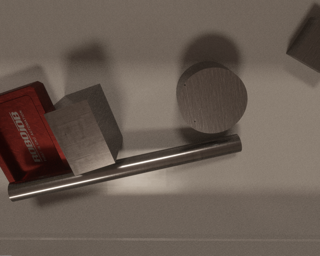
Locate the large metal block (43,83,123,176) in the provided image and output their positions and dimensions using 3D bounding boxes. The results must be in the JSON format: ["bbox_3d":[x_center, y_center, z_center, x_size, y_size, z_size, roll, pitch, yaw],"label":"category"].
[{"bbox_3d":[-0.088,-0.001,0.380,0.050,0.080,0.080,-18,109,6],"label":"large metal block"}]

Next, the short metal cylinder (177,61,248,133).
[{"bbox_3d":[0.062,-0.039,0.384,0.081,0.050,0.079,0,110,-1],"label":"short metal cylinder"}]

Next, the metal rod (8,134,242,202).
[{"bbox_3d":[-0.041,0.051,0.407,0.302,0.025,0.025,-12,110,-5],"label":"metal rod"}]

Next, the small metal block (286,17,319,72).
[{"bbox_3d":[0.194,-0.099,0.377,0.050,0.025,0.050,26,108,-10],"label":"small metal block"}]

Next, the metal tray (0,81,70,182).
[{"bbox_3d":[-0.175,0.013,0.410,0.090,0.030,0.129,-17,110,6],"label":"metal tray"}]
